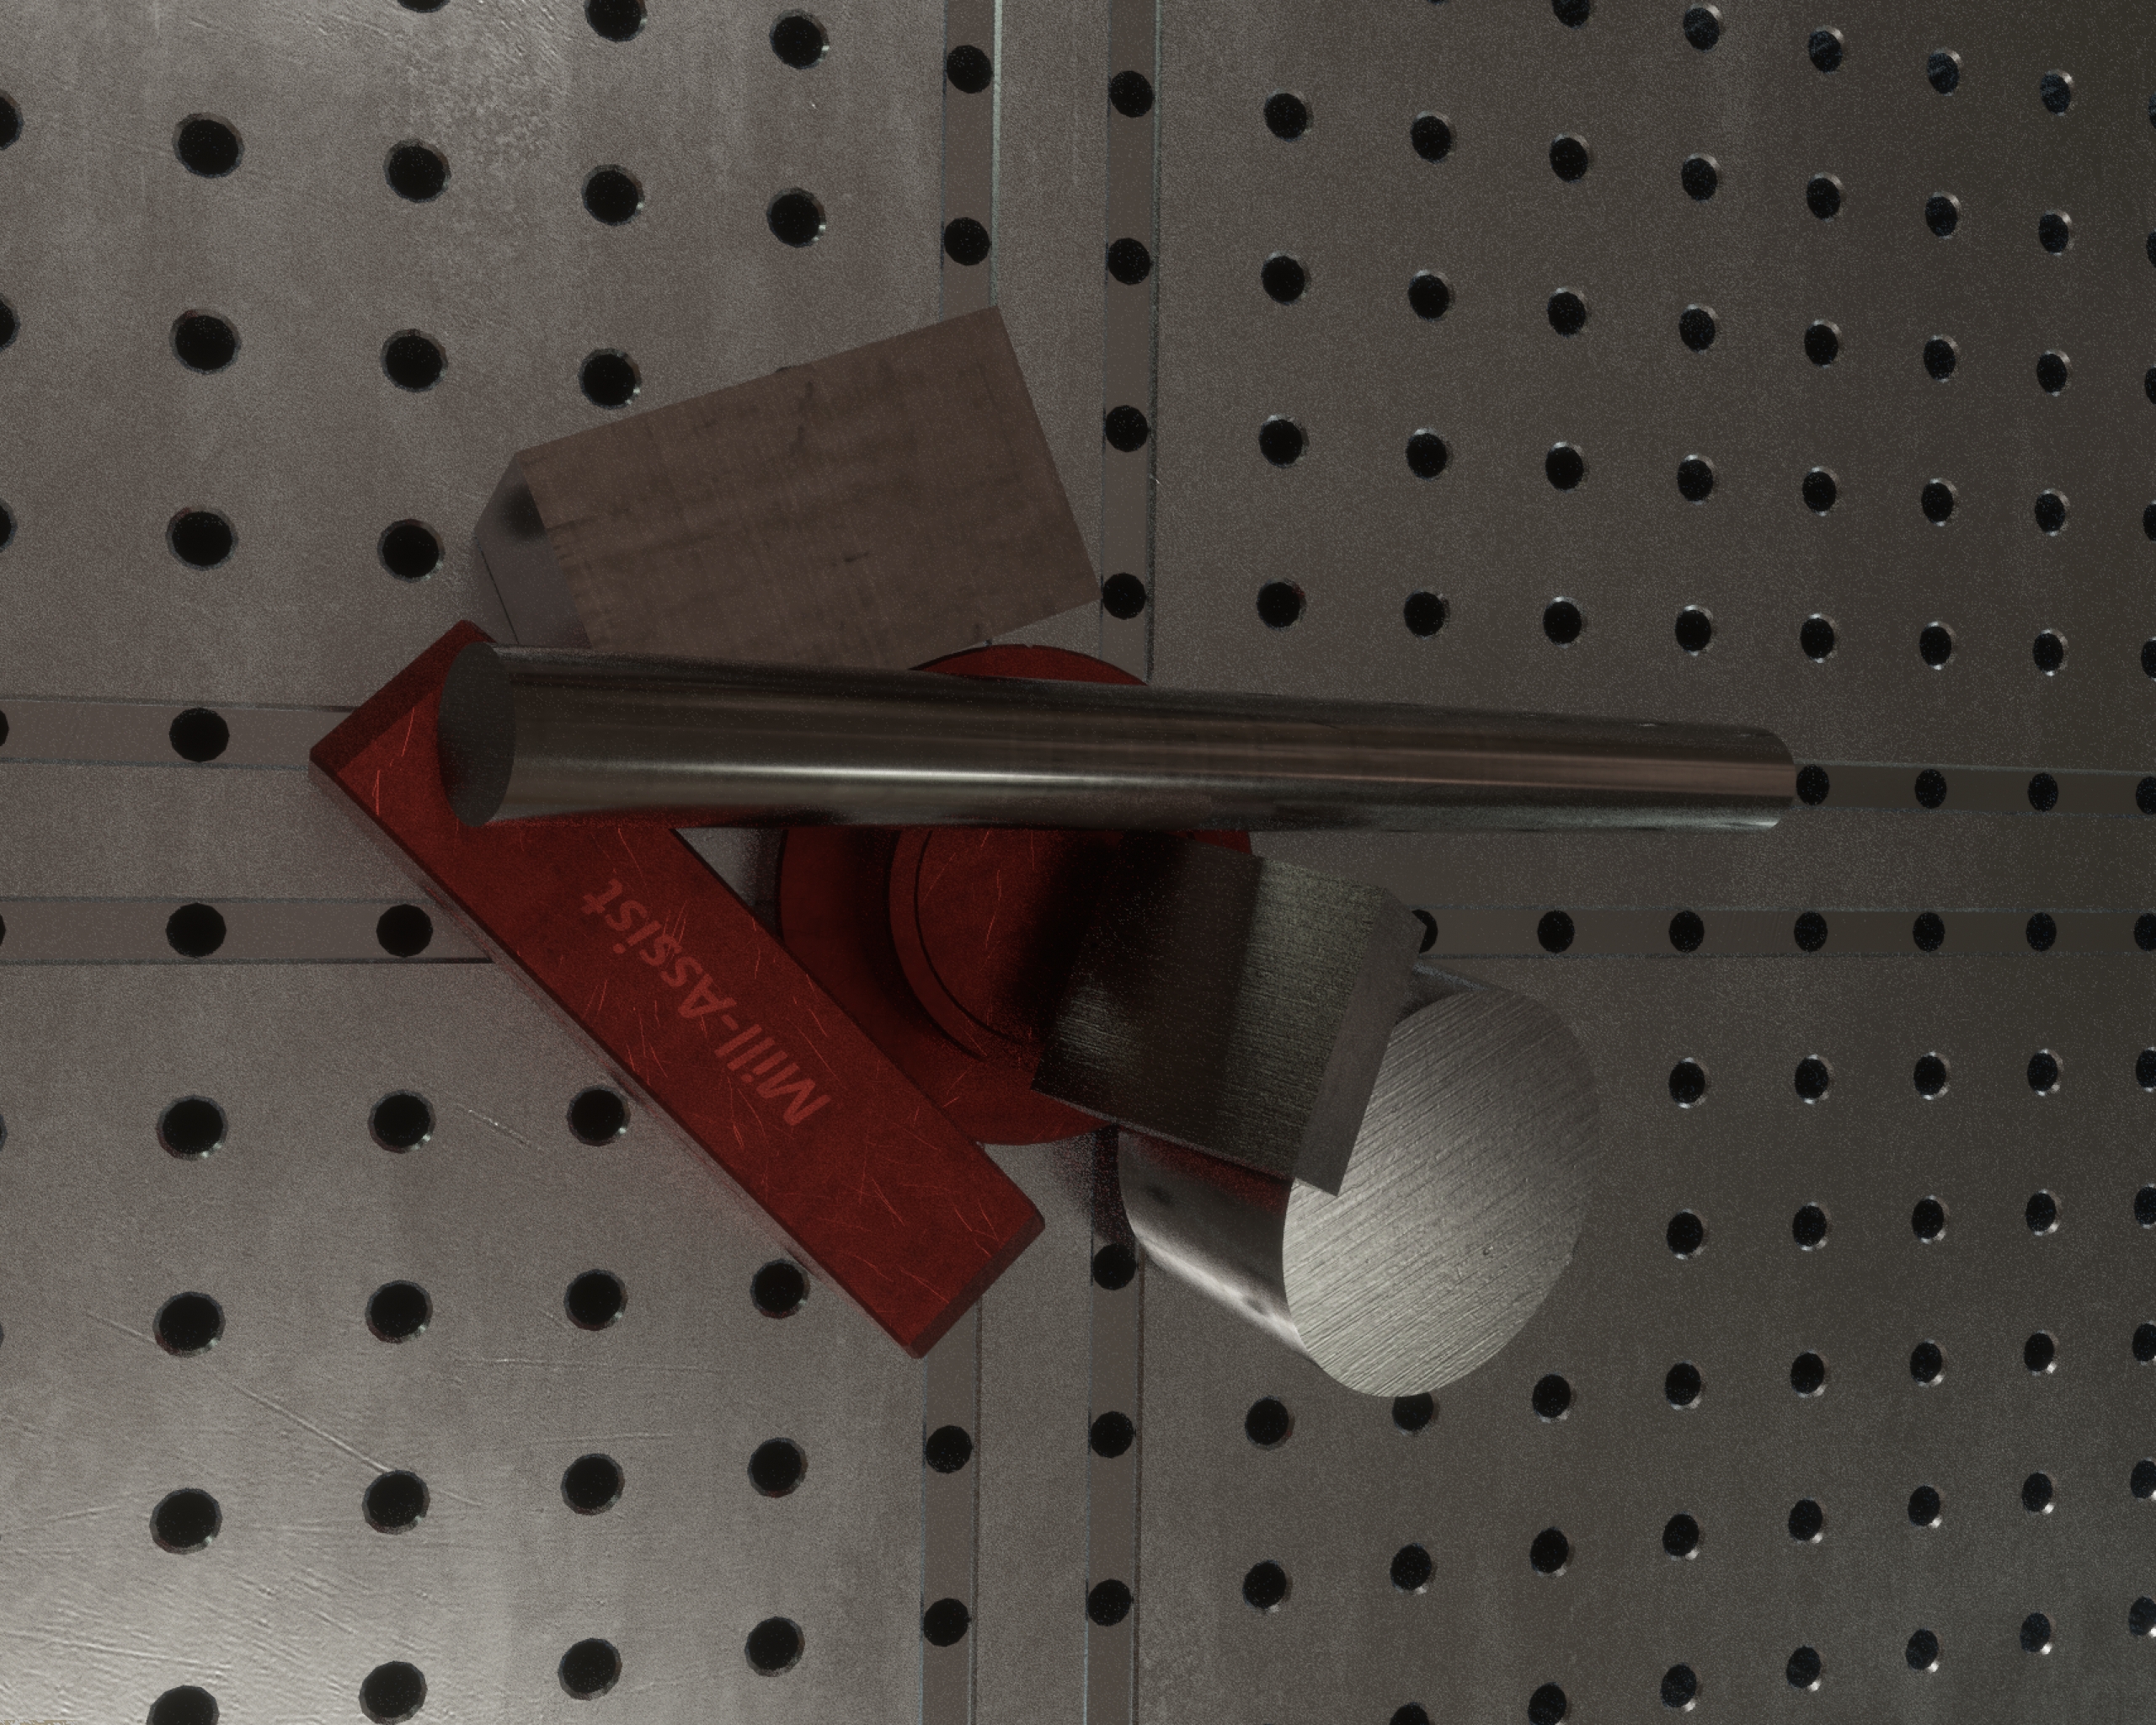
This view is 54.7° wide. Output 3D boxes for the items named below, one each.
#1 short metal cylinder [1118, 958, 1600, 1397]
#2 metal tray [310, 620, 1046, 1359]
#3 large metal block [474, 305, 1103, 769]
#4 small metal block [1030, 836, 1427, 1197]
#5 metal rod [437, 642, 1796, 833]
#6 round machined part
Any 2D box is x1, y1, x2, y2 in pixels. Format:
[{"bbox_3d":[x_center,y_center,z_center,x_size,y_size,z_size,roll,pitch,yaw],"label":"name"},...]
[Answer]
[{"bbox_3d":[0.055,0.057,0.408,0.081,0.050,0.079,-10,108,-33],"label":"short metal cylinder"},{"bbox_3d":[-0.071,0.021,0.352,0.030,0.090,0.130,-46,105,-14],"label":"metal tray"},{"bbox_3d":[-0.054,-0.052,0.363,0.081,0.080,0.050,-22,98,-19],"label":"large metal block"},{"bbox_3d":[0.027,0.025,0.364,0.025,0.050,0.050,36,72,-60],"label":"small metal block"},{"bbox_3d":[0.035,-0.018,0.376,0.302,0.025,0.025,0,90,-40],"label":"metal rod"},{"bbox_3d":[-0.010,0.006,0.404,0.099,0.042,0.097,0,90,-21],"label":"round machined part"}]
